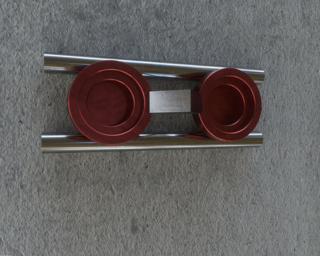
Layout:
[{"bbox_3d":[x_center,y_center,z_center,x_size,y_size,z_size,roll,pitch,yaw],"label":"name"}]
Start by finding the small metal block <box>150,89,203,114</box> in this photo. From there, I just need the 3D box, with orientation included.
[{"bbox_3d":[0.021,-0.030,0.377,0.050,0.050,0.025,0,90,23],"label":"small metal block"}]

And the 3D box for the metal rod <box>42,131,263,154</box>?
[{"bbox_3d":[0.005,0.017,0.412,0.302,0.025,0.025,0,90,-20],"label":"metal rod"}]

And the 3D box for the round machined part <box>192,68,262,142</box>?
[{"bbox_3d":[0.087,-0.031,0.428,0.099,0.042,0.097,0,90,-20],"label":"round machined part"}]

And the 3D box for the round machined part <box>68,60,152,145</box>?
[{"bbox_3d":[-0.061,-0.029,0.374,0.099,0.042,0.097,0,90,-20],"label":"round machined part"}]

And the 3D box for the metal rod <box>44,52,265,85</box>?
[{"bbox_3d":[0.007,-0.076,0.412,0.302,0.025,0.025,0,90,-20],"label":"metal rod"}]
